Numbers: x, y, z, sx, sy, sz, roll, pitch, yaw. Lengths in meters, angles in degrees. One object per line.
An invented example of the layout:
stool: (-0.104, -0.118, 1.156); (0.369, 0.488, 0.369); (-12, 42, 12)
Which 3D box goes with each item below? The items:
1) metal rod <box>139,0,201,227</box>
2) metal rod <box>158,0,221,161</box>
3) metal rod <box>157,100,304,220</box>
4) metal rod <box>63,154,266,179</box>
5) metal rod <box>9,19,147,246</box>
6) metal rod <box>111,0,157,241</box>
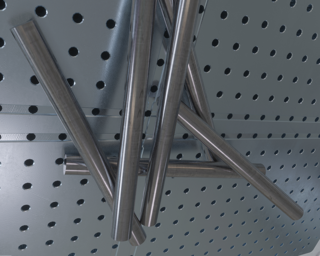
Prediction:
metal rod: (0.007, -0.008, 0.366); (0.025, 0.025, 0.298); (-3, 116, -27)
metal rod: (0.050, -0.039, 0.413); (0.025, 0.025, 0.299); (-29, 128, -10)
metal rod: (0.113, 0.050, 0.445); (0.301, 0.025, 0.025); (39, 96, -22)
metal rod: (0.023, 0.057, 0.436); (0.302, 0.025, 0.025); (5, 116, -24)
metal rod: (-0.078, 0.028, 0.354); (0.025, 0.025, 0.299); (-27, 118, -11)
metal rod: (-0.029, -0.015, 0.340); (0.025, 0.025, 0.298); (0, 105, -28)
